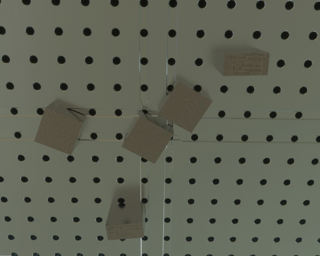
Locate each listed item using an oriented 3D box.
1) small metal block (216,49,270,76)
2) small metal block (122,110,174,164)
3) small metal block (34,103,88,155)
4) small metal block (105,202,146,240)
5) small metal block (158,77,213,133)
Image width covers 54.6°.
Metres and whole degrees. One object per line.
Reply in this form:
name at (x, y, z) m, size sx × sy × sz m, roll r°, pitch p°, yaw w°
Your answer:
small metal block at (0.097, -0.080, 0.371) m, size 0.050 × 0.050 × 0.025 m, roll -1°, pitch 110°, yaw 0°
small metal block at (-0.016, 0.012, 0.418) m, size 0.050 × 0.025 × 0.050 m, roll 29°, pitch 107°, yaw -10°
small metal block at (-0.131, 0.001, 0.413) m, size 0.050 × 0.025 × 0.050 m, roll 22°, pitch 109°, yaw -8°
small metal block at (-0.048, 0.134, 0.449) m, size 0.050 × 0.050 × 0.025 m, roll -5°, pitch 110°, yaw 2°
small metal block at (0.032, -0.030, 0.403) m, size 0.050 × 0.025 × 0.050 m, roll 29°, pitch 107°, yaw -10°
